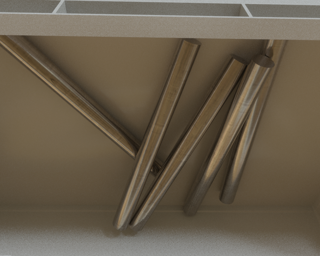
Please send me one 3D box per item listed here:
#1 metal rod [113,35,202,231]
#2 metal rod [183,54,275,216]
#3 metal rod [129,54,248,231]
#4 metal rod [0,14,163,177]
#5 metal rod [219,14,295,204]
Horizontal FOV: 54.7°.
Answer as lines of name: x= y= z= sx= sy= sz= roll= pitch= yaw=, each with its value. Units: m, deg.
metal rod: x=-0.014 y=0.027 z=0.404 sx=0.025 sy=0.025 sz=0.298 roll=14 pitch=120 yaw=-12
metal rod: x=0.079 y=0.034 z=0.425 sx=0.025 sy=0.025 sz=0.298 roll=8 pitch=134 yaw=-7
metal rod: x=0.026 y=0.038 z=0.417 sx=0.025 sy=0.025 sz=0.298 roll=20 pitch=120 yaw=-17
metal rod: x=-0.082 y=-0.018 z=0.392 sx=0.025 sy=0.025 sz=0.300 roll=-30 pitch=125 yaw=23
metal rod: x=0.117 y=0.002 z=0.412 sx=0.025 sy=0.025 sz=0.298 roll=2 pitch=130 yaw=-2
